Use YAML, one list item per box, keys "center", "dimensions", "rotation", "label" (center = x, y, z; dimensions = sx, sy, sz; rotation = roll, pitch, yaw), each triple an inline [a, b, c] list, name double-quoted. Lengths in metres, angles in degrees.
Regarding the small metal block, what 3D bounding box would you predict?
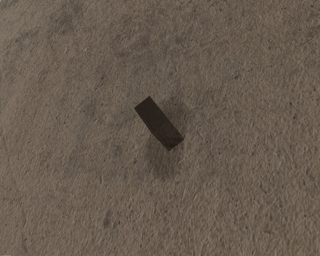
- center: [-0.001, -0.005, 0.390]
  dimensions: [0.025, 0.050, 0.050]
  rotation: [-39, 51, 2]
  label: "small metal block"
